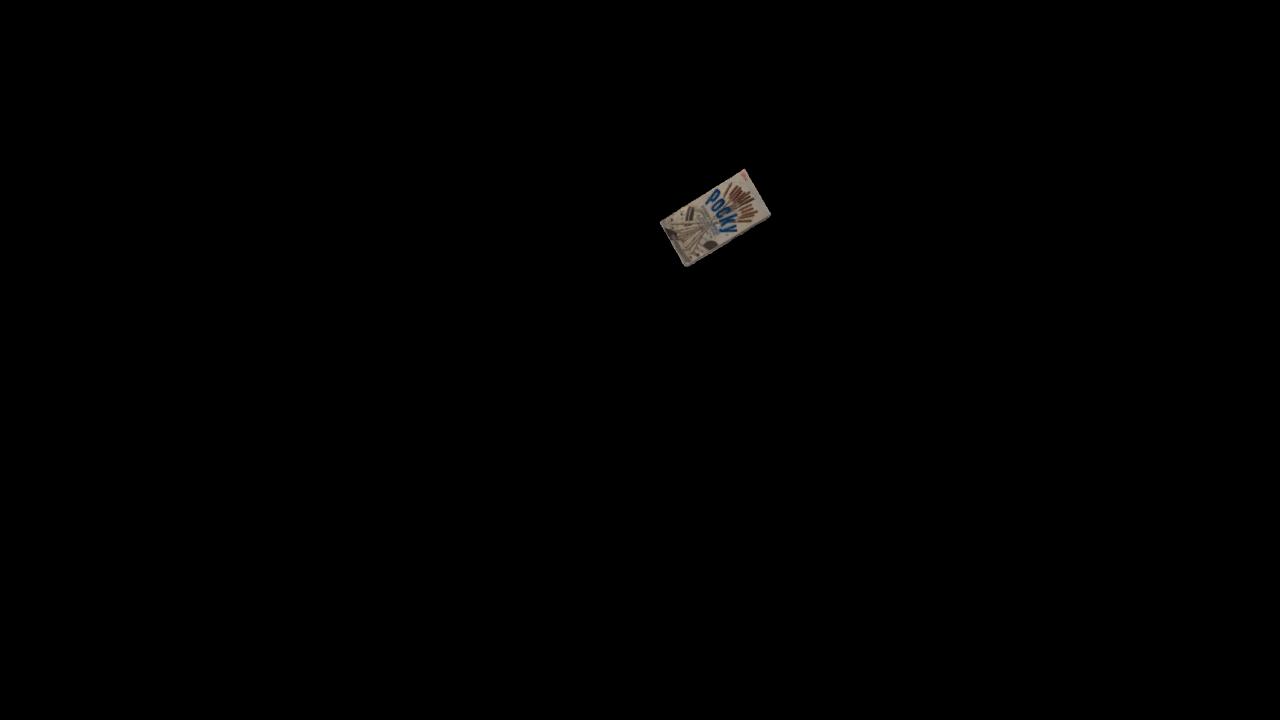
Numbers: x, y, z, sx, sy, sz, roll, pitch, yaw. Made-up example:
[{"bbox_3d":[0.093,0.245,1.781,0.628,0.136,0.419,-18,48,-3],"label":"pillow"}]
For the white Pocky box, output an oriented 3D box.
[{"bbox_3d":[0.117,-0.219,0.959,0.154,0.084,0.028,-30,0,13],"label":"white Pocky box"}]
